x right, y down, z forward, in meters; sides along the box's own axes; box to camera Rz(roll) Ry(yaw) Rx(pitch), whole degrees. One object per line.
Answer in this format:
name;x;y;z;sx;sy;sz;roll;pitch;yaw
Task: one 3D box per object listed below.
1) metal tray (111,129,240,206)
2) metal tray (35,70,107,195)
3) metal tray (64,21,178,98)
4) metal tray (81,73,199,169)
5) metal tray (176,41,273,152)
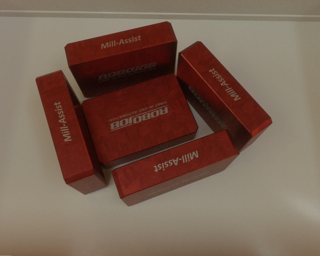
metal tray;0.017;0.049;0.355;0.131;0.090;0.030;-19;72;-7
metal tray;-0.103;0.008;0.369;0.030;0.090;0.130;-20;72;-7
metal tray;-0.046;-0.085;0.404;0.131;0.090;0.030;-15;71;-6
metal tray;-0.027;-0.011;0.408;0.131;0.030;0.090;-19;71;-7
metal tray;0.072;-0.034;0.387;0.030;0.090;0.130;-35;74;-11
